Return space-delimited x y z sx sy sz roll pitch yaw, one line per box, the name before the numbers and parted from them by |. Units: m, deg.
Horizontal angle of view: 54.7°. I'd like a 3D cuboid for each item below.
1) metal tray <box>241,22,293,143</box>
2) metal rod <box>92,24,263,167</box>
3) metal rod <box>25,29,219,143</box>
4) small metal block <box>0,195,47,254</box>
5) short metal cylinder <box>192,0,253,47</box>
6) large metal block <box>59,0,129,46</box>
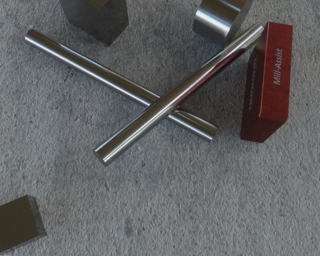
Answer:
metal tray | 0.134 -0.055 0.395 0.030 0.090 0.130 10 70 3
metal rod | 0.039 -0.055 0.406 0.301 0.025 0.025 -40 75 -22
metal rod | -0.059 -0.062 0.430 0.301 0.025 0.025 29 72 9
small metal block | -0.169 0.113 0.365 0.050 0.025 0.050 -22 72 -8
short metal cylinder | 0.089 -0.161 0.439 0.050 0.080 0.080 33 73 11
large metal block | -0.095 -0.176 0.442 0.080 0.080 0.050 33 73 11
